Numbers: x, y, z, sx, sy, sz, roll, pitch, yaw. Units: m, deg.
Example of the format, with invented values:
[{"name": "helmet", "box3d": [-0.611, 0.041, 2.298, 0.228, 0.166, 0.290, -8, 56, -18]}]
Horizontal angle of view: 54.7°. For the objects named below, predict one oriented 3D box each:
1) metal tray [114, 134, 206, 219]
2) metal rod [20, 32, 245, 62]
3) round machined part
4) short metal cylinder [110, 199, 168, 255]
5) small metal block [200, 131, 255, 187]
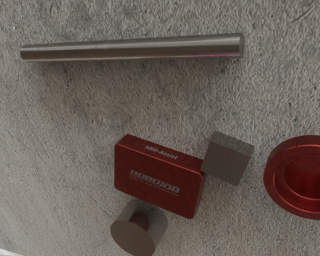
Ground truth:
[{"name": "metal tray", "box3d": [-0.002, 0.070, 0.448, 0.130, 0.030, 0.089, 18, 126, 17]}, {"name": "metal rod", "box3d": [-0.053, -0.094, 0.376, 0.301, 0.025, 0.025, 5, 121, 25]}, {"name": "round machined part", "box3d": [0.167, 0.049, 0.338, 0.098, 0.042, 0.097, 13, 124, 21]}, {"name": "short metal cylinder", "box3d": [-0.034, 0.165, 0.511, 0.080, 0.050, 0.079, 13, 124, 21]}, {"name": "small metal block", "box3d": [0.083, 0.038, 0.387, 0.050, 0.025, 0.050, 23, 127, 14]}]
